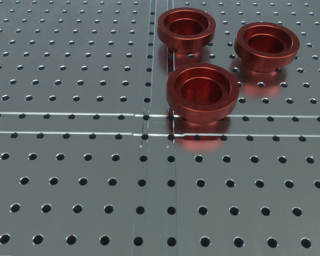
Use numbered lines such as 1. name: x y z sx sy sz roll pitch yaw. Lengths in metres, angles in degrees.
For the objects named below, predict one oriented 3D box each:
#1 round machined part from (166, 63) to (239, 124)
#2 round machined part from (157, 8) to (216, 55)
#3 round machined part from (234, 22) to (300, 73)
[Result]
1. round machined part: 0.057 -0.044 0.434 0.099 0.042 0.098 0 50 0
2. round machined part: 0.044 -0.164 0.535 0.099 0.042 0.098 0 50 0
3. round machined part: 0.170 -0.128 0.505 0.099 0.042 0.098 0 50 0
